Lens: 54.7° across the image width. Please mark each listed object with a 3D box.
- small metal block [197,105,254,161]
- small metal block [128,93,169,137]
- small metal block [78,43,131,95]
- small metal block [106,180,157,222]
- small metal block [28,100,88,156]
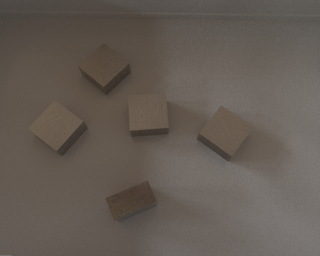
[{"bbox_3d":[0.085,0.007,0.407,0.050,0.025,0.050,37,74,12],"label":"small metal block"},{"bbox_3d":[-0.016,-0.018,0.416,0.050,0.025,0.050,-4,70,-2],"label":"small metal block"},{"bbox_3d":[-0.078,-0.084,0.439,0.050,0.025,0.050,40,75,13],"label":"small metal block"},{"bbox_3d":[-0.032,0.087,0.364,0.050,0.050,0.025,-22,72,-8],"label":"small metal block"},{"bbox_3d":[-0.134,0.000,0.408,0.050,0.025,0.050,35,74,12],"label":"small metal block"}]
